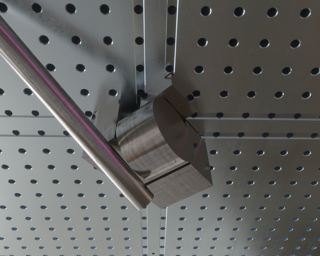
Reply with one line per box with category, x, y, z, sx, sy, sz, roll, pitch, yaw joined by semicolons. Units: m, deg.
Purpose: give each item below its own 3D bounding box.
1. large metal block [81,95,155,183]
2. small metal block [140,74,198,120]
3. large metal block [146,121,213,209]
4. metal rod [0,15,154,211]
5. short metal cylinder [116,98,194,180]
large metal block;-0.045;0.020;0.393;0.050;0.080;0.080;-30;124;23
small metal block;0.011;-0.031;0.386;0.050;0.025;0.050;-34;123;25
large metal block;0.018;0.049;0.415;0.080;0.080;0.050;-30;124;23
metal rod;-0.109;-0.033;0.313;0.025;0.025;0.300;-34;102;25
short metal cylinder;-0.004;0.012;0.353;0.050;0.080;0.080;-30;125;22
